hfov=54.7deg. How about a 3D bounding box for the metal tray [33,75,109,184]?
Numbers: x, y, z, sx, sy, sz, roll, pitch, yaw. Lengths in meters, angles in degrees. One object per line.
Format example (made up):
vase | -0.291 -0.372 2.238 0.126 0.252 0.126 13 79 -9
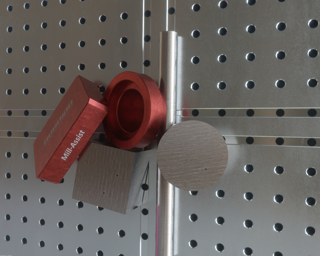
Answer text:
metal tray | -0.127 0.000 0.429 0.130 0.030 0.090 -53 36 12

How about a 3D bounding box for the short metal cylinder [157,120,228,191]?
short metal cylinder | 0.036 0.031 0.372 0.081 0.050 0.079 0 90 0

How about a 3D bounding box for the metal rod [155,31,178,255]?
metal rod | 0.009 0.024 0.410 0.025 0.025 0.298 1 90 20

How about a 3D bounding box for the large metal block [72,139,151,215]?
large metal block | -0.065 0.062 0.422 0.080 0.050 0.079 11 94 19

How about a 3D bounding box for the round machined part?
round machined part | -0.030 -0.022 0.400 0.098 0.042 0.097 -1 88 45
